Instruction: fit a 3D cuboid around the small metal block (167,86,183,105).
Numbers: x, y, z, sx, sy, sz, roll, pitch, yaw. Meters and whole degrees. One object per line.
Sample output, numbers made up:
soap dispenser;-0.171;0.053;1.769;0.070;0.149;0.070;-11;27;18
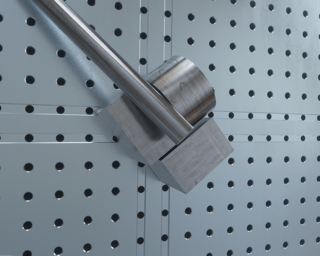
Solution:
small metal block;0.015;-0.049;0.420;0.050;0.025;0.050;-43;104;-15

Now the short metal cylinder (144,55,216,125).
short metal cylinder;0.019;-0.037;0.364;0.050;0.080;0.080;-39;103;-16

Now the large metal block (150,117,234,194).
large metal block;0.032;0.031;0.394;0.080;0.080;0.050;-39;103;-16

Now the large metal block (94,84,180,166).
large metal block;-0.029;-0.005;0.374;0.050;0.080;0.080;-40;103;-16

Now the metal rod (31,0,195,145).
metal rod;-0.080;-0.096;0.328;0.300;0.025;0.025;45;75;7
